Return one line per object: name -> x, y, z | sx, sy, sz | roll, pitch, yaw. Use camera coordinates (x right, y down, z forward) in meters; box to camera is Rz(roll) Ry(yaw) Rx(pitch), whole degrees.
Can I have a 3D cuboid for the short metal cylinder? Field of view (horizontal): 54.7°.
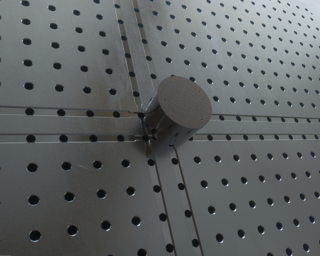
short metal cylinder -> 0.023, -0.023, 0.420 | 0.081, 0.050, 0.080 | 14, 56, -21
